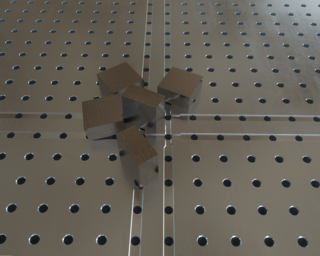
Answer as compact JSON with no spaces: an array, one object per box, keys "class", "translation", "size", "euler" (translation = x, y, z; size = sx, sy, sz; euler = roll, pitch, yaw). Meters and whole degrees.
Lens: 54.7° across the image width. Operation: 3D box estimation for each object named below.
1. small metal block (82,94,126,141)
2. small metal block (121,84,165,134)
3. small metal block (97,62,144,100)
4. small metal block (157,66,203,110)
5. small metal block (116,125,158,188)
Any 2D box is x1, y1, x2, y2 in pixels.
[{"class":"small metal block","translation":[-0.075,-0.015,0.416],"size":[0.050,0.025,0.050],"euler":[-13,51,-4]},{"class":"small metal block","translation":[-0.022,-0.025,0.412],"size":[0.050,0.050,0.025],"euler":[22,53,16]},{"class":"small metal block","translation":[-0.058,-0.067,0.464],"size":[0.050,0.025,0.050],"euler":[-28,56,-22]},{"class":"small metal block","translation":[0.030,-0.060,0.458],"size":[0.050,0.025,0.050],"euler":[22,53,17]},{"class":"small metal block","translation":[-0.026,0.034,0.363],"size":[0.025,0.050,0.050],"euler":[-27,55,-21]}]
